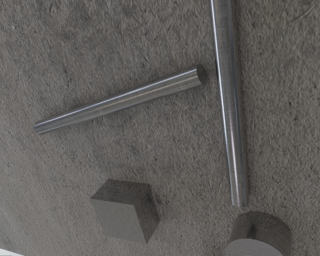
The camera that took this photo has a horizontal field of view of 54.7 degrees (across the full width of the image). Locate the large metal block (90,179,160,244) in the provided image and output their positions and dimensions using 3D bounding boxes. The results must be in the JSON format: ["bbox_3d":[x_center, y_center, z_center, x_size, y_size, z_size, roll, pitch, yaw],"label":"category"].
[{"bbox_3d":[-0.054,0.134,0.502,0.080,0.050,0.080,0,119,28],"label":"large metal block"}]

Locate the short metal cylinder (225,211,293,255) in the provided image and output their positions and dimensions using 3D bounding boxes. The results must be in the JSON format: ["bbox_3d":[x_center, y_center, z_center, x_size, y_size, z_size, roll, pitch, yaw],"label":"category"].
[{"bbox_3d":[0.134,0.161,0.419,0.080,0.050,0.079,13,124,21],"label":"short metal cylinder"}]

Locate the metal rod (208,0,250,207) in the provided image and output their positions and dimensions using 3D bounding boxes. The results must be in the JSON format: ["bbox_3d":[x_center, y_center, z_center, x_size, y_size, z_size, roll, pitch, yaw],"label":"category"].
[{"bbox_3d":[0.078,-0.034,0.344,0.025,0.025,0.298,3,120,27],"label":"metal rod"}]

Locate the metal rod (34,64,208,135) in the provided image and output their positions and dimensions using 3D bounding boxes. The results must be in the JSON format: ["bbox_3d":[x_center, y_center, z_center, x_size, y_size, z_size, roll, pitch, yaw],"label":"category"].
[{"bbox_3d":[-0.075,-0.030,0.427,0.300,0.025,0.025,-14,111,33],"label":"metal rod"}]
